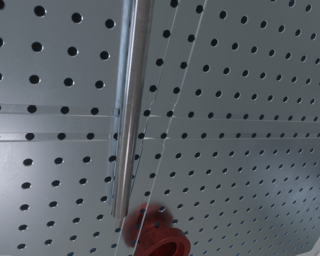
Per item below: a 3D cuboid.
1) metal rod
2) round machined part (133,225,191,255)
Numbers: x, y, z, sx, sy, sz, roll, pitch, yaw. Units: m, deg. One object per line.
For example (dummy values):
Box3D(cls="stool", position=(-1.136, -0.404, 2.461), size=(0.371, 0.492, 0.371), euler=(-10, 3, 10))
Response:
Box3D(cls="metal rod", position=(-0.039, -0.006, 0.386), size=(0.025, 0.025, 0.298), euler=(-5, 121, -26))
Box3D(cls="round machined part", position=(0.000, 0.206, 0.528), size=(0.099, 0.042, 0.097), euler=(-14, 124, -21))
